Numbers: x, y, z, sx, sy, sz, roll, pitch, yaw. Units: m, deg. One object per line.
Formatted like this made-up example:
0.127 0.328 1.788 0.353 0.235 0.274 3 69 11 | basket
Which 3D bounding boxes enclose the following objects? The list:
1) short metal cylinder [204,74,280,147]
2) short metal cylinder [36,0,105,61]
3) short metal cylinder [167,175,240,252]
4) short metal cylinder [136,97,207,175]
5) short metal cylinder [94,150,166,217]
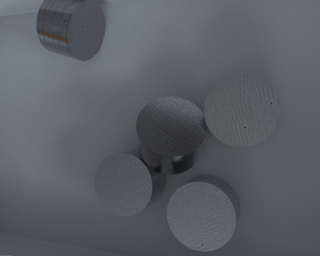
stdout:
0.095 -0.019 0.360 0.080 0.050 0.079 0 88 15 | short metal cylinder
-0.119 -0.137 0.422 0.050 0.080 0.080 20 97 18 | short metal cylinder
0.054 0.101 0.378 0.080 0.050 0.079 0 90 19 | short metal cylinder
0.013 0.009 0.372 0.081 0.050 0.080 1 58 -1 | short metal cylinder
-0.038 0.071 0.410 0.080 0.050 0.079 0 90 20 | short metal cylinder
